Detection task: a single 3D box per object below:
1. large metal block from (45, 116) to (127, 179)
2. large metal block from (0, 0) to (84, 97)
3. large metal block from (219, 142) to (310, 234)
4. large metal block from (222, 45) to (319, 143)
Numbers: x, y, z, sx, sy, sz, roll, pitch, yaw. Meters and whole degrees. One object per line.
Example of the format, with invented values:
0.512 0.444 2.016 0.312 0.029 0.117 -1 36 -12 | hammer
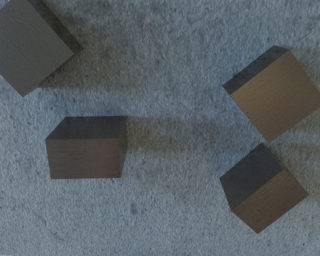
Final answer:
-0.086 0.021 0.387 0.081 0.080 0.050 -1 110 0 | large metal block
-0.151 -0.096 0.359 0.080 0.050 0.080 -36 107 12 | large metal block
0.133 0.077 0.411 0.050 0.080 0.080 43 104 -14 | large metal block
0.138 -0.042 0.383 0.080 0.050 0.080 -39 106 12 | large metal block
